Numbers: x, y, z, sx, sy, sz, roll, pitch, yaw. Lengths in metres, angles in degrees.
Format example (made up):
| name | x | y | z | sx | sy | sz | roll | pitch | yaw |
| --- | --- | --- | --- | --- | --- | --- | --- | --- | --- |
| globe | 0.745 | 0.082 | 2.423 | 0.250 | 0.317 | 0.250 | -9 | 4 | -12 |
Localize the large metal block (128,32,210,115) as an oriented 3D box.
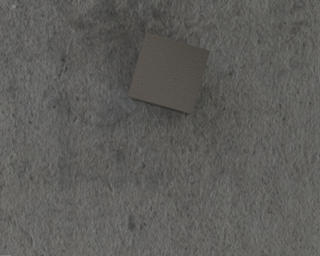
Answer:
| name | x | y | z | sx | sy | sz | roll | pitch | yaw |
| --- | --- | --- | --- | --- | --- | --- | --- | --- | --- |
| large metal block | 0.011 | -0.066 | 0.398 | 0.080 | 0.050 | 0.080 | 16 | 90 | -1 |
